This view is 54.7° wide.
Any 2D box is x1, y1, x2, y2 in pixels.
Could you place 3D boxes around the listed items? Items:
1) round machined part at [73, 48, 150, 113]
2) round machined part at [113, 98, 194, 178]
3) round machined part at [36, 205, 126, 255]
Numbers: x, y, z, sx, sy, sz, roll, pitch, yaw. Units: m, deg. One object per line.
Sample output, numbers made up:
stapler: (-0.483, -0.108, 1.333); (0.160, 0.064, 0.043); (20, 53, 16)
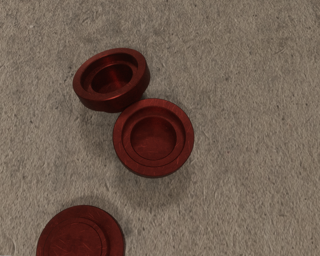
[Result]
round machined part: (-0.060, -0.058, 0.408); (0.098, 0.042, 0.098); (-8, 50, 10)
round machined part: (-0.009, 0.015, 0.391); (0.099, 0.042, 0.098); (1, 73, -3)
round machined part: (-0.090, 0.136, 0.348); (0.099, 0.042, 0.098); (0, 70, -1)
